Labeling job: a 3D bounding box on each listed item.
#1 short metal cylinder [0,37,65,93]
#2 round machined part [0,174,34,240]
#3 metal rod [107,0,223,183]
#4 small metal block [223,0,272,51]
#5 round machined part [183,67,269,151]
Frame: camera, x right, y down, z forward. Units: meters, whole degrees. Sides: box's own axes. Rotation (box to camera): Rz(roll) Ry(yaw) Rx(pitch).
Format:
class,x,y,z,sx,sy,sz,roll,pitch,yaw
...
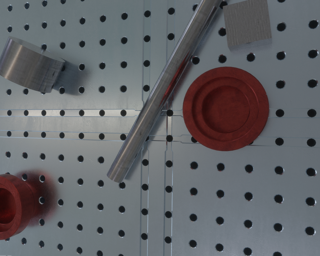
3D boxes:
class,x,y,z,sx,sy,sz,roll,pitch,yaw
short metal cylinder,-0.187,-0.091,0.449,0.080,0.080,0.050,30,100,17
round machined part,-0.240,0.121,0.488,0.098,0.042,0.097,0,90,19
metal rod,0.008,-0.059,0.409,0.025,0.025,0.299,32,100,17
small metal block,0.106,-0.125,0.375,0.050,0.025,0.050,-7,88,19
round machined part,0.081,-0.022,0.375,0.098,0.042,0.097,0,90,20
